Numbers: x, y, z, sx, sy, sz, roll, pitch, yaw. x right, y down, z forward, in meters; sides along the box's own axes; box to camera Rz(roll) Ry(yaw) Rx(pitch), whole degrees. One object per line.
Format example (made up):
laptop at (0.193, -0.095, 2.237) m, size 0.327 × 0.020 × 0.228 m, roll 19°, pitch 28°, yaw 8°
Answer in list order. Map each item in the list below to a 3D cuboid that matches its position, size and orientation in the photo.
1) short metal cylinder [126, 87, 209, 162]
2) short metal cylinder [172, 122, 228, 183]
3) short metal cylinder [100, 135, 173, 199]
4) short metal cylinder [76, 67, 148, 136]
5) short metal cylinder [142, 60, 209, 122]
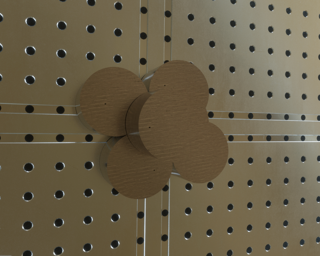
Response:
short metal cylinder at (0.007, -0.004, 0.348) m, size 0.081 × 0.050 × 0.079 m, roll -1°, pitch 92°, yaw -21°
short metal cylinder at (0.044, 0.030, 0.416) m, size 0.081 × 0.050 × 0.079 m, roll 0°, pitch 90°, yaw -21°
short metal cylinder at (-0.031, 0.044, 0.388) m, size 0.081 × 0.050 × 0.079 m, roll 0°, pitch 90°, yaw -21°
short metal cylinder at (-0.059, -0.030, 0.377) m, size 0.081 × 0.050 × 0.079 m, roll 0°, pitch 90°, yaw -21°
short metal cylinder at (0.016, -0.044, 0.406) m, size 0.081 × 0.050 × 0.079 m, roll 0°, pitch 90°, yaw -21°
